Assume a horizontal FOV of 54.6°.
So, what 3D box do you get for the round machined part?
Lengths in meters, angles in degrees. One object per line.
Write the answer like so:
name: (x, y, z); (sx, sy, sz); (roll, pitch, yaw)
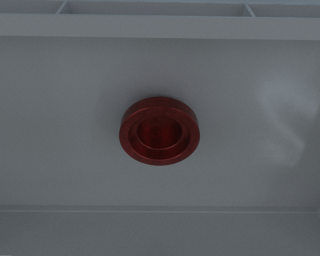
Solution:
round machined part: (-0.001, 0.000, 0.393); (0.099, 0.042, 0.097); (0, 130, 0)
